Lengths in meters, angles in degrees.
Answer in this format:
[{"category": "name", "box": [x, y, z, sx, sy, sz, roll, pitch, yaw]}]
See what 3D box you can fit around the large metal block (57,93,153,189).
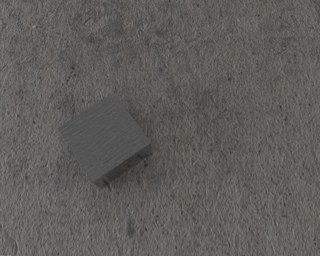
[{"category": "large metal block", "box": [-0.066, 0.017, 0.388, 0.080, 0.050, 0.080, -34, 74, -12]}]
